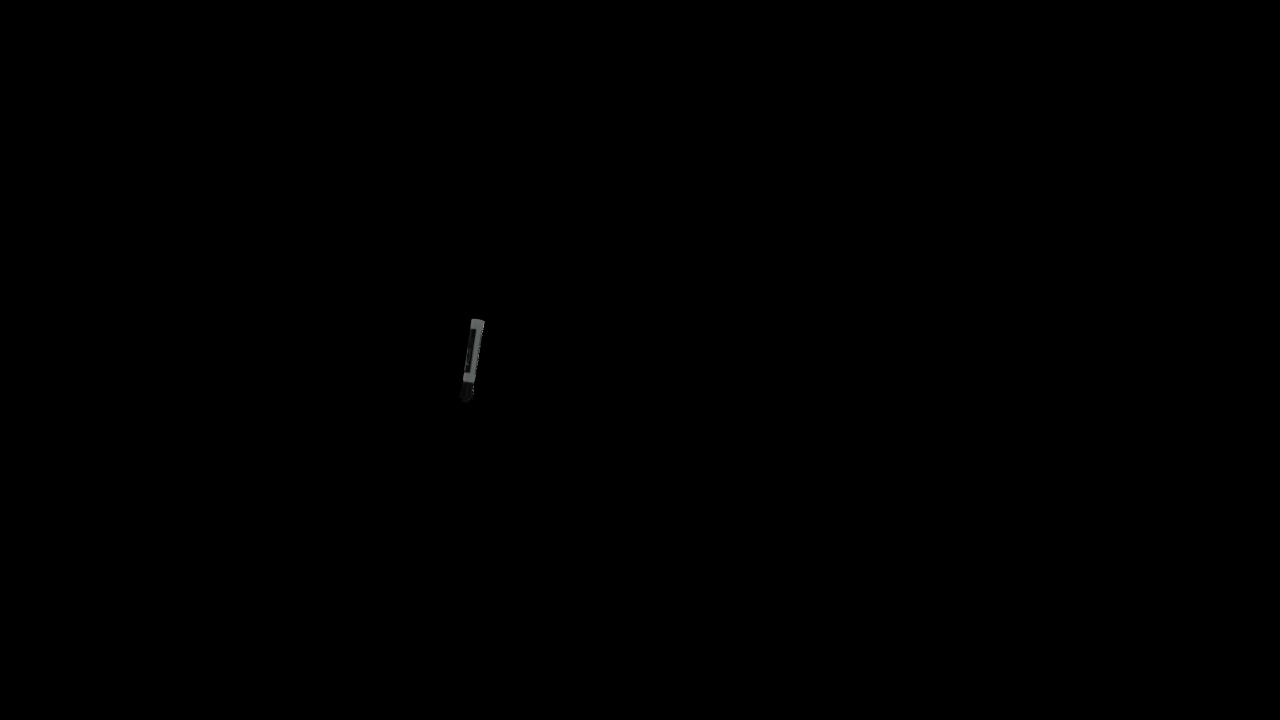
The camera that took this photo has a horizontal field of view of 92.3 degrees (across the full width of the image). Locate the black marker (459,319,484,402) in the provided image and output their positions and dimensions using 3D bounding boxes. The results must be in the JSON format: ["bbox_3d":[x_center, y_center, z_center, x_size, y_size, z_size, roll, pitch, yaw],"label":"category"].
[{"bbox_3d":[-0.244,0.001,0.891,0.020,0.121,0.020,7,-8,1],"label":"black marker"}]
